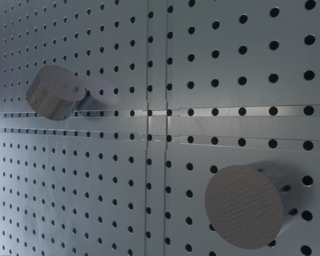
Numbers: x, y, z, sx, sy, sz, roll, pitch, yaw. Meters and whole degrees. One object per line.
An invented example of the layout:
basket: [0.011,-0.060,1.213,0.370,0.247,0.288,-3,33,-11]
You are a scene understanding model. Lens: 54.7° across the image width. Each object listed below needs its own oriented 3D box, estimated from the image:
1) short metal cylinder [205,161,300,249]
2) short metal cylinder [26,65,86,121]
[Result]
short metal cylinder: [0.094,0.075,0.316,0.080,0.050,0.079,0,90,40]
short metal cylinder: [-0.172,-0.058,0.516,0.050,0.081,0.080,-45,63,31]
